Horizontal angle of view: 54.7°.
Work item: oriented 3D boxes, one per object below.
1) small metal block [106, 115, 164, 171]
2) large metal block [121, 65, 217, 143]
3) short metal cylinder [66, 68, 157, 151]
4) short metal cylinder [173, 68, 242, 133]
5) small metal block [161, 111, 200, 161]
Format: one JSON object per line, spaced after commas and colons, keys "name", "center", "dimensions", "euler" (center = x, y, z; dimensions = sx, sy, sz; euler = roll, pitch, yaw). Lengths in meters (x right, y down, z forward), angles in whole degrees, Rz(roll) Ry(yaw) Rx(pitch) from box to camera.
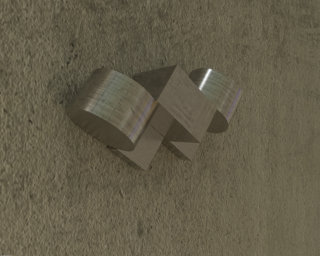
{"name": "small metal block", "center": [-0.030, 0.018, 0.382], "dimensions": [0.050, 0.025, 0.050], "euler": [43, 64, -32]}
{"name": "large metal block", "center": [0.007, -0.026, 0.377], "dimensions": [0.080, 0.080, 0.050], "euler": [42, 64, -32]}
{"name": "short metal cylinder", "center": [-0.050, -0.018, 0.328], "dimensions": [0.080, 0.080, 0.050], "euler": [42, 64, -32]}
{"name": "short metal cylinder", "center": [0.065, -0.036, 0.424], "dimensions": [0.080, 0.080, 0.050], "euler": [43, 64, -32]}
{"name": "small metal block", "center": [0.031, 0.011, 0.432], "dimensions": [0.050, 0.025, 0.050], "euler": [43, 64, -32]}
